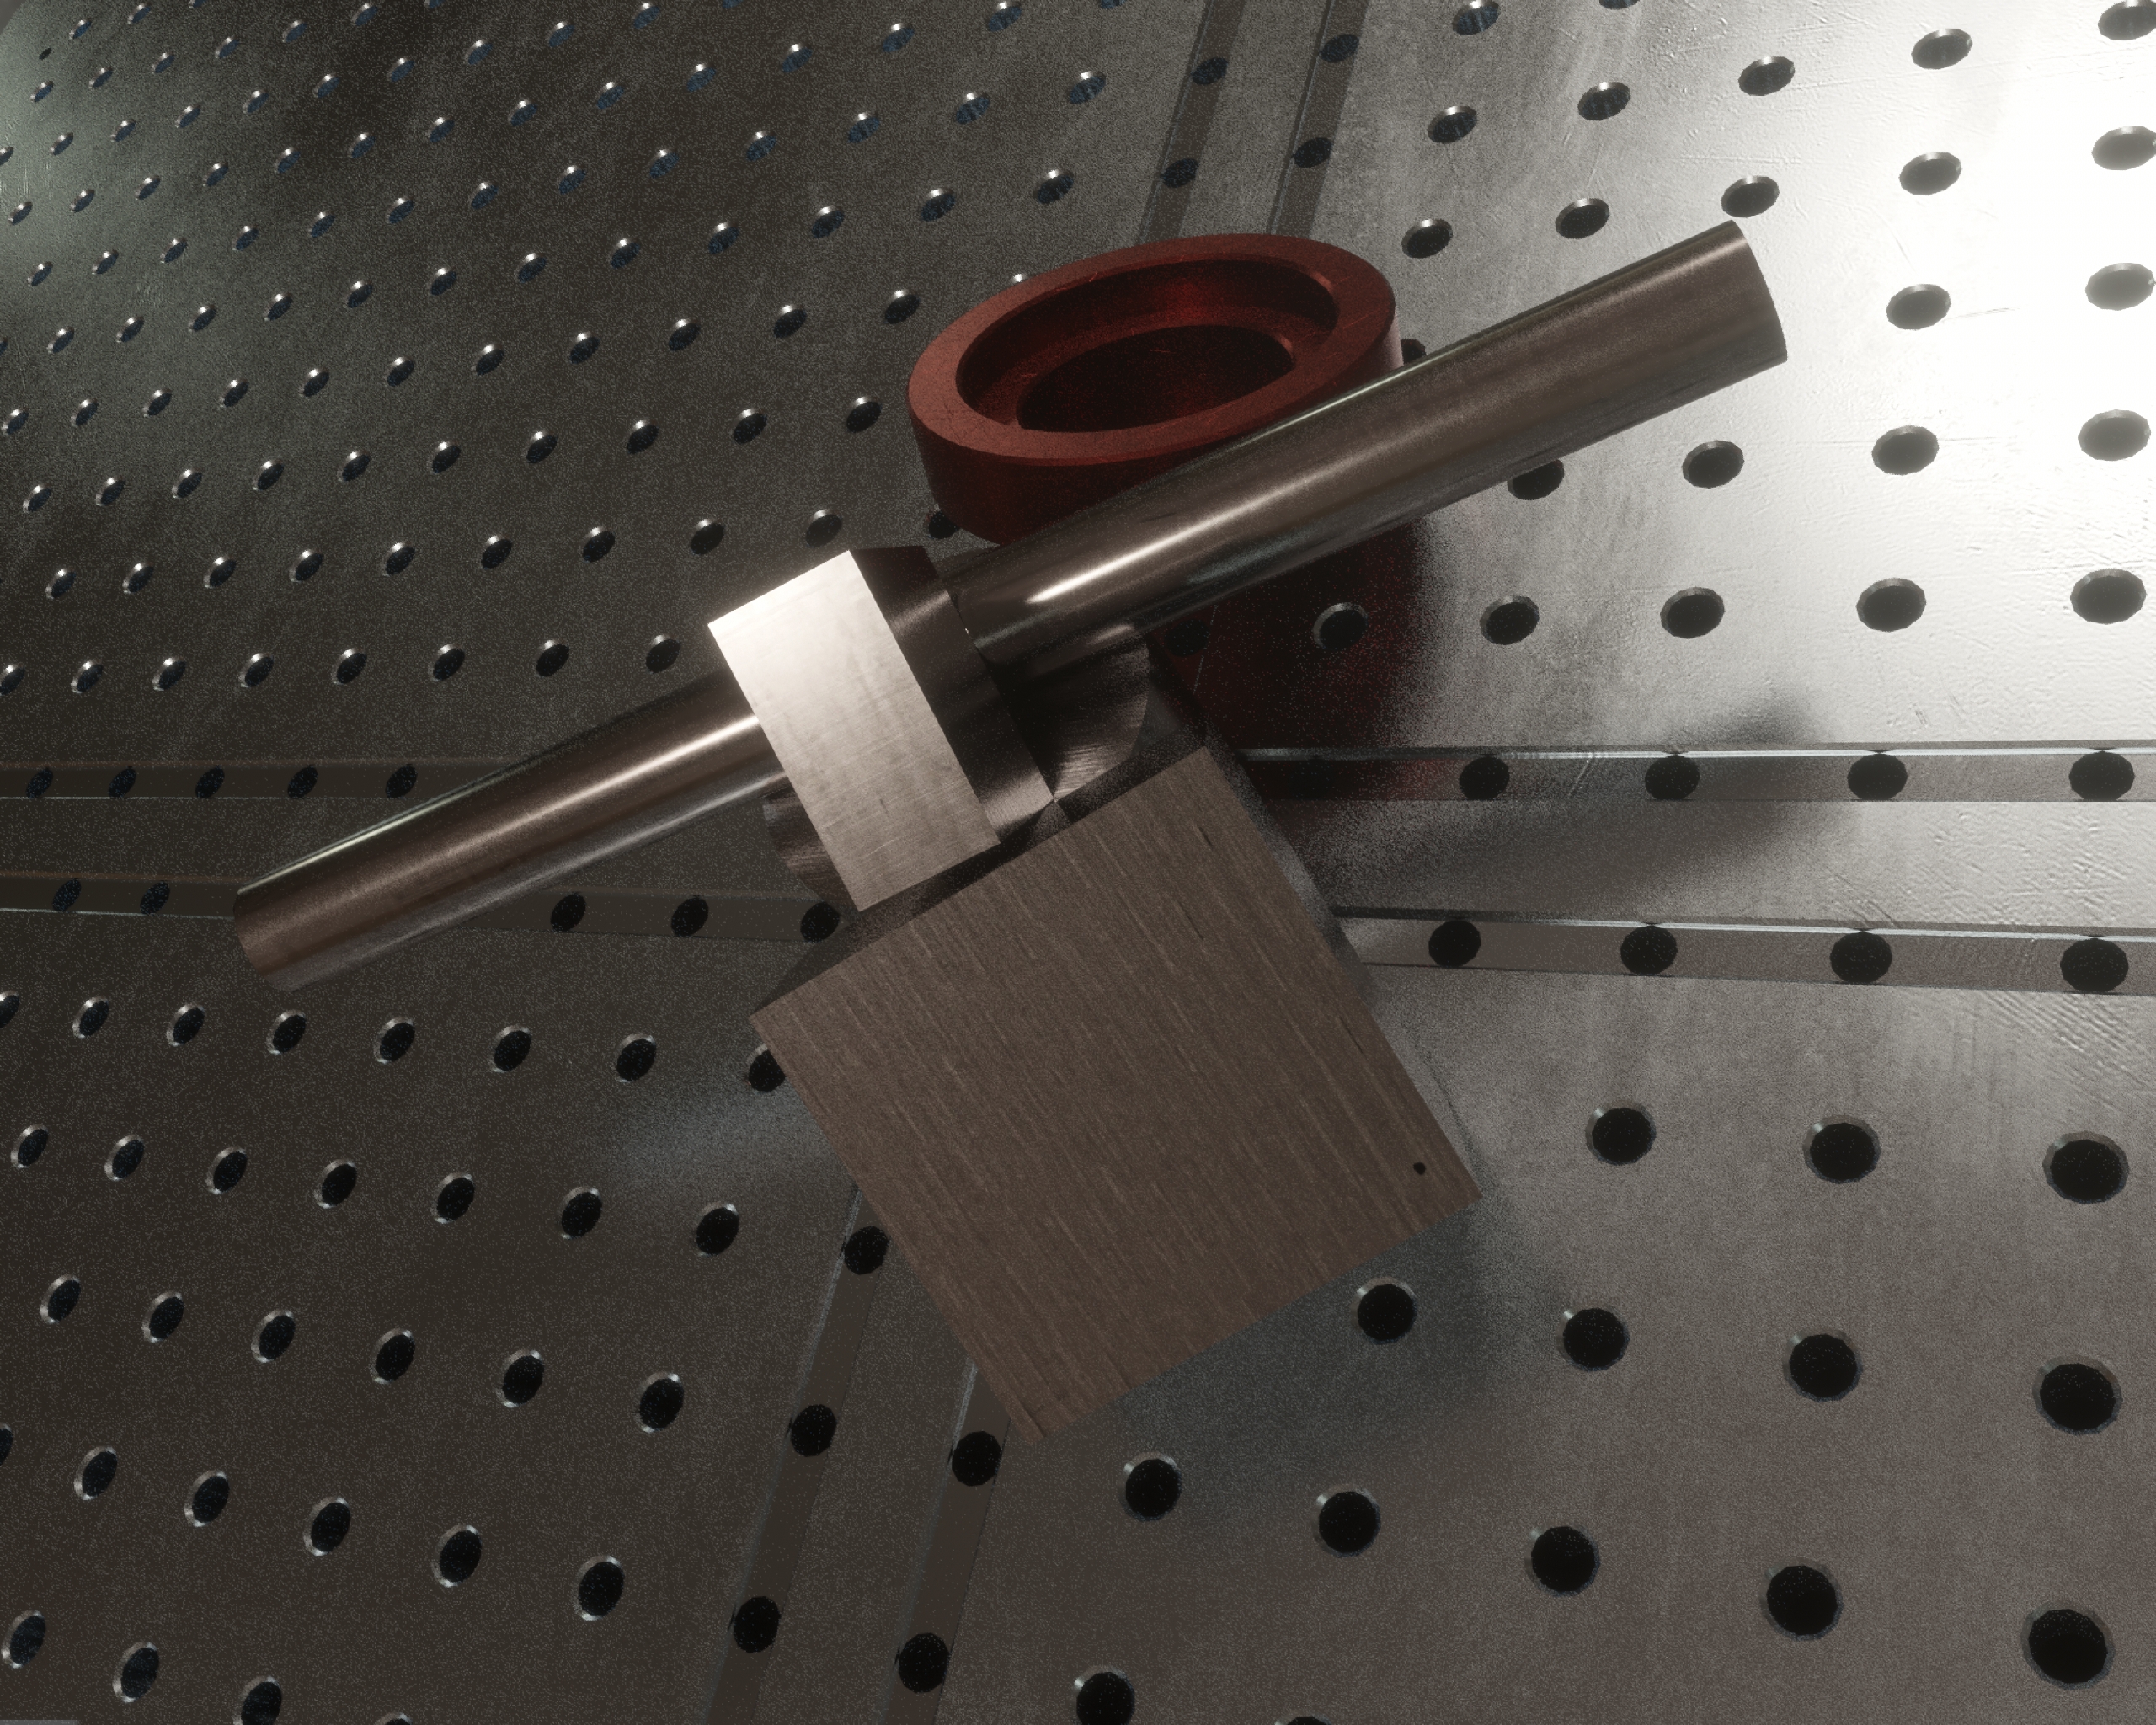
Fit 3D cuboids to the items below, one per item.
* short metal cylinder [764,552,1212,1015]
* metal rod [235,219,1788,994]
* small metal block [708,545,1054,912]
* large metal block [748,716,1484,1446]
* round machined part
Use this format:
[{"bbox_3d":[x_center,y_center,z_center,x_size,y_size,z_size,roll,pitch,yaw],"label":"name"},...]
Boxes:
[{"bbox_3d":[-0.013,-0.014,0.406,0.080,0.050,0.080,-13,56,20],"label":"short metal cylinder"},{"bbox_3d":[-0.024,-0.040,0.379,0.301,0.025,0.025,-22,54,14],"label":"metal rod"},{"bbox_3d":[-0.030,-0.024,0.343,0.025,0.050,0.050,-26,95,12],"label":"small metal block"},{"bbox_3d":[0.007,0.032,0.338,0.080,0.050,0.080,-31,97,8],"label":"large metal block"},{"bbox_3d":[0.018,-0.088,0.426,0.098,0.042,0.098,-9,37,7],"label":"round machined part"}]
